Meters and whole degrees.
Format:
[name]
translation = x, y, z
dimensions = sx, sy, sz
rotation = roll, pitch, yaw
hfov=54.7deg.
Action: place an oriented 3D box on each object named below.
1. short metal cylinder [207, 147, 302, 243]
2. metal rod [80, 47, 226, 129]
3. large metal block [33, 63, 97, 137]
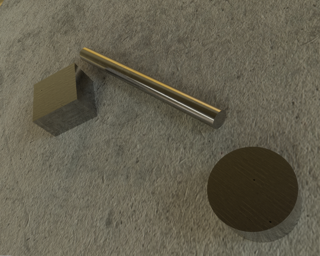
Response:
[short metal cylinder]
translation = 0.092, 0.065, 0.300
dimensions = 0.080, 0.050, 0.080
rotation = -13, 56, 21
[metal rod]
translation = -0.030, -0.071, 0.463
dimensions = 0.300, 0.025, 0.025
rotation = 31, 79, 37
[large metal block]
translation = -0.152, -0.045, 0.495
dimensions = 0.080, 0.050, 0.080
rotation = -25, 53, 13
